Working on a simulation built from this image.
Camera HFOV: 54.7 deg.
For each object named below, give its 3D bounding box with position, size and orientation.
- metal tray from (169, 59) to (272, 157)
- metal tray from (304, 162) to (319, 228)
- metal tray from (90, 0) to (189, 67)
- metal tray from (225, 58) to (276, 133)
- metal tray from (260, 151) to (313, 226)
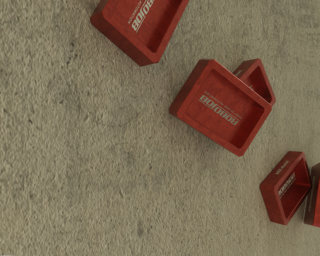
[{"bbox_3d":[0.089,-0.027,0.442,0.131,0.030,0.090,31,91,-26],"label":"metal tray"},{"bbox_3d":[0.337,0.142,0.653,0.090,0.030,0.130,48,55,-70],"label":"metal tray"},{"bbox_3d":[-0.017,-0.154,0.385,0.090,0.030,0.130,37,67,-34],"label":"metal tray"},{"bbox_3d":[0.140,-0.045,0.518,0.131,0.030,0.090,-44,117,-31],"label":"metal tray"},{"bbox_3d":[0.253,0.116,0.612,0.131,0.030,0.090,-35,112,-34],"label":"metal tray"}]
